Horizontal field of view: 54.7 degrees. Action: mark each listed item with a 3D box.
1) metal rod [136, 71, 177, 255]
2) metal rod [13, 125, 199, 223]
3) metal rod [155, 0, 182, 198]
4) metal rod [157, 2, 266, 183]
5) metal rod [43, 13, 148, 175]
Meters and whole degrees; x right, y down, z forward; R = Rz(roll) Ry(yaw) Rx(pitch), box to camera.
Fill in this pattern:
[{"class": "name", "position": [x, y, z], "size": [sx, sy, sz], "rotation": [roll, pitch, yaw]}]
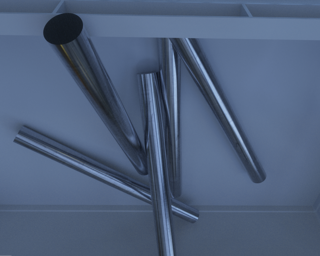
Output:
[{"class": "metal rod", "position": [0.000, 0.078, 0.399], "size": [0.025, 0.025, 0.298], "rotation": [-5, 106, 4]}, {"class": "metal rod", "position": [-0.066, 0.077, 0.464], "size": [0.301, 0.025, 0.025], "rotation": [29, 124, -20]}, {"class": "metal rod", "position": [0.015, -0.011, 0.399], "size": [0.025, 0.025, 0.298], "rotation": [-3, 130, 2]}, {"class": "metal rod", "position": [0.079, -0.017, 0.379], "size": [0.025, 0.025, 0.300], "rotation": [-23, 132, 18]}, {"class": "metal rod", "position": [-0.041, -0.001, 0.325], "size": [0.025, 0.025, 0.299], "rotation": [-6, 156, 5]}]
